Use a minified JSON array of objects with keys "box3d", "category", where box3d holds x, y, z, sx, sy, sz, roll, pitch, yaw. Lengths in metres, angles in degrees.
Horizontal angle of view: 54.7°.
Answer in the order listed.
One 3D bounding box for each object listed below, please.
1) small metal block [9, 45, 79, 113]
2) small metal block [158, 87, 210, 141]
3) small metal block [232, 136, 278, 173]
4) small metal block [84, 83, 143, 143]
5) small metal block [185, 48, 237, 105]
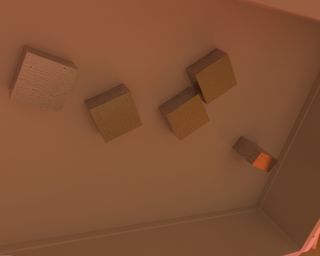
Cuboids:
[{"box3d":[-0.119,-0.049,0.314,0.050,0.025,0.050,16,110,-35],"category":"small metal block"},{"box3d":[0.033,-0.019,0.417,0.050,0.025,0.050,-34,129,-6],"category":"small metal block"},{"box3d":[0.155,0.043,0.507,0.050,0.050,0.025,24,105,-37],"category":"small metal block"},{"box3d":[-0.055,-0.018,0.369,0.050,0.025,0.050,-27,128,-12],"category":"small metal block"},{"box3d":[0.068,-0.067,0.406,0.050,0.025,0.050,-34,129,-6],"category":"small metal block"}]
